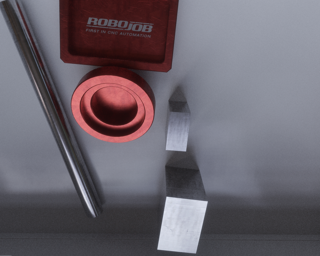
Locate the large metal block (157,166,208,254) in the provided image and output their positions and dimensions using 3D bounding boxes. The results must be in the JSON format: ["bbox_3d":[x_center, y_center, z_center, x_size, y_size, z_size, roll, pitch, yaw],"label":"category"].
[{"bbox_3d":[0.027,0.108,0.422,0.050,0.080,0.079,7,110,-3],"label":"large metal block"}]

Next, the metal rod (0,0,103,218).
[{"bbox_3d":[-0.134,-0.011,0.405,0.025,0.025,0.298,-14,110,5],"label":"metal rod"}]

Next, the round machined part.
[{"bbox_3d":[-0.055,-0.032,0.380,0.099,0.042,0.097,2,128,2],"label":"round machined part"}]

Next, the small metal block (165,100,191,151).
[{"bbox_3d":[0.022,-0.004,0.397,0.025,0.050,0.050,5,110,-2],"label":"small metal block"}]

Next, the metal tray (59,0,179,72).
[{"bbox_3d":[-0.048,-0.118,0.364,0.131,0.030,0.089,5,110,-3],"label":"metal tray"}]
